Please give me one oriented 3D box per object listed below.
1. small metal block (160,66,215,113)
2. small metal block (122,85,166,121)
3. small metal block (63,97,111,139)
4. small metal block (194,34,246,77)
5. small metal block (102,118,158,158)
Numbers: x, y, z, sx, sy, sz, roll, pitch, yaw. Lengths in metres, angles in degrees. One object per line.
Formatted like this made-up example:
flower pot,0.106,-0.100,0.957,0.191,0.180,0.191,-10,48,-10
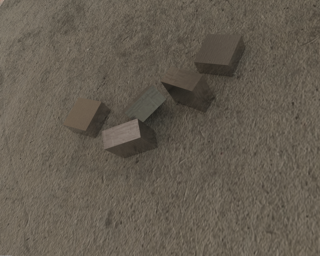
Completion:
small metal block,0.036,-0.050,0.399,0.050,0.050,0.025,24,75,36
small metal block,-0.023,-0.031,0.418,0.050,0.025,0.050,-45,12,-4
small metal block,-0.111,-0.016,0.472,0.050,0.025,0.050,12,68,33
small metal block,0.082,-0.100,0.422,0.050,0.025,0.050,14,69,33
small metal block,-0.038,0.015,0.396,0.050,0.050,0.025,-19,66,17
